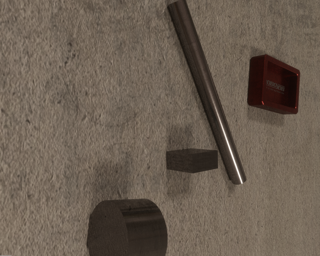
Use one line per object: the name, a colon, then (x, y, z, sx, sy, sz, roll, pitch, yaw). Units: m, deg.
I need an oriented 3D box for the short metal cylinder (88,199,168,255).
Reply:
short metal cylinder: (-0.037, 0.119, 0.340, 0.050, 0.080, 0.080, 9, 85, -40)

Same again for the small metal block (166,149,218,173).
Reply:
small metal block: (0.044, 0.044, 0.428, 0.050, 0.050, 0.025, -3, 92, -40)

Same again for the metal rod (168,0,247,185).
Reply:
metal rod: (0.078, -0.043, 0.472, 0.025, 0.025, 0.299, -36, 112, -34)

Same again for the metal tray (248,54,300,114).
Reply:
metal tray: (0.219, -0.078, 0.588, 0.131, 0.030, 0.089, 8, 85, -40)
